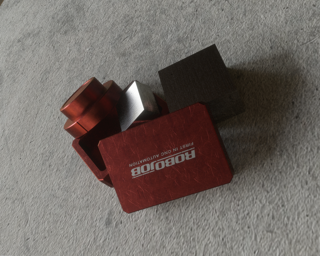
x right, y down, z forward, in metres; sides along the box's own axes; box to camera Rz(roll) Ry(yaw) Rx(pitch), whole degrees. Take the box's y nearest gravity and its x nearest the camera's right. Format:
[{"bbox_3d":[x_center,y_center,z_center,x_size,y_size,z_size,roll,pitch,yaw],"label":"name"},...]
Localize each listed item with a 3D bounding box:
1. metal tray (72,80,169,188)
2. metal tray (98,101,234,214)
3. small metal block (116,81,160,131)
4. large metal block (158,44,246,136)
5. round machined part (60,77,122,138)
[{"bbox_3d":[-0.049,0.005,0.424,0.130,0.030,0.090,-46,51,-4],"label":"metal tray"},{"bbox_3d":[0.006,0.034,0.349,0.130,0.030,0.090,-21,90,16],"label":"metal tray"},{"bbox_3d":[-0.031,-0.024,0.407,0.050,0.025,0.050,-46,47,33],"label":"small metal block"},{"bbox_3d":[0.051,-0.047,0.392,0.080,0.050,0.080,-24,53,13],"label":"large metal block"},{"bbox_3d":[-0.104,-0.035,0.444,0.098,0.042,0.098,-37,22,18],"label":"round machined part"}]
